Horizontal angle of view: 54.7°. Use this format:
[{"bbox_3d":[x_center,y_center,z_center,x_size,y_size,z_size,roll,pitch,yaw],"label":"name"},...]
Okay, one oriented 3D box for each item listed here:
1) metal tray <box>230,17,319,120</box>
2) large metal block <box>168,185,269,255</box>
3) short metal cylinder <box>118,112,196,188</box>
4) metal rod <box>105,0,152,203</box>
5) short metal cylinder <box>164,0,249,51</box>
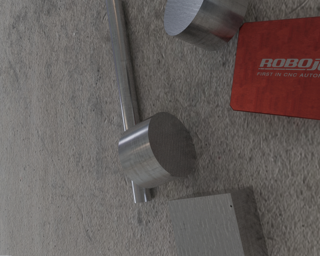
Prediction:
[{"bbox_3d":[0.136,-0.054,0.290,0.130,0.030,0.089,10,97,39],"label":"metal tray"},{"bbox_3d":[0.062,0.111,0.337,0.080,0.050,0.080,-18,79,38],"label":"large metal block"},{"bbox_3d":[-0.002,0.027,0.371,0.050,0.081,0.080,-27,73,37],"label":"short metal cylinder"},{"bbox_3d":[-0.046,-0.046,0.442,0.025,0.025,0.298,-15,81,39],"label":"metal rod"},{"bbox_3d":[0.047,-0.129,0.332,0.080,0.050,0.080,-32,51,51],"label":"short metal cylinder"}]
